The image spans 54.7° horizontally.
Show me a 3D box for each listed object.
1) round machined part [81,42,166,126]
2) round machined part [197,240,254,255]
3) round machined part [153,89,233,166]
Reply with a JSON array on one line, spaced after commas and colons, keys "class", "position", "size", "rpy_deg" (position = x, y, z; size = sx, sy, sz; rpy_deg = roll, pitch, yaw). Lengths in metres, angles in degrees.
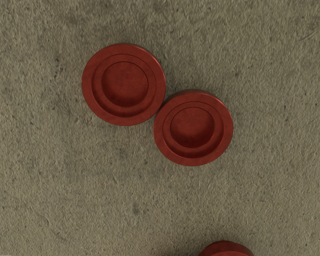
[{"class": "round machined part", "position": [-0.042, -0.055, 0.380], "size": [0.099, 0.042, 0.097], "rpy_deg": [0, 110, 0]}, {"class": "round machined part", "position": [0.100, 0.216, 0.481], "size": [0.099, 0.042, 0.097], "rpy_deg": [0, 110, 0]}, {"class": "round machined part", "position": [0.041, -0.003, 0.400], "size": [0.099, 0.042, 0.097], "rpy_deg": [0, 110, 0]}]
